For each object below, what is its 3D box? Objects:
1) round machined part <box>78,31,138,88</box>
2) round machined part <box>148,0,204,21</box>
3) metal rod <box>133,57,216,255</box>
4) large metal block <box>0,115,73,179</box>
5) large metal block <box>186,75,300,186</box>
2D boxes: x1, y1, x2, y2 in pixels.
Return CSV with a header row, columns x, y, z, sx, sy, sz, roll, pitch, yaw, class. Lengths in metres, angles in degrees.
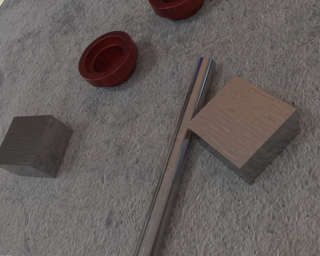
x,y,z,sx,sy,sz,roll,pitch,yaw,class
-0.078,-0.105,0.498,0.098,0.042,0.098,-13,56,21,round machined part
0.033,-0.216,0.508,0.098,0.042,0.098,-13,56,21,round machined part
0.018,0.042,0.368,0.025,0.025,0.300,6,64,31,metal rod
-0.191,0.028,0.471,0.080,0.050,0.080,-1,61,27,large metal block
0.091,0.001,0.340,0.080,0.050,0.080,-45,51,-4,large metal block
